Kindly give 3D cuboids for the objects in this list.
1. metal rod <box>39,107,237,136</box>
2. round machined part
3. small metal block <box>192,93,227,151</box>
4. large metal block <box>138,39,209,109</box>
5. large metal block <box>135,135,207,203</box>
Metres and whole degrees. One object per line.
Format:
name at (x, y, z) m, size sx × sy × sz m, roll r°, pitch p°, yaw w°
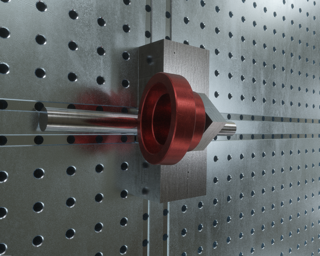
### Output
metal rod at (-0.001, -0.004, 0.408) m, size 0.302 × 0.025 × 0.025 m, roll 2°, pitch 89°, yaw -40°
round machined part at (0.013, -0.009, 0.335) m, size 0.042 × 0.098 × 0.097 m, roll 5°, pitch 87°, yaw -26°
small metal block at (0.045, -0.007, 0.373) m, size 0.025 × 0.050 × 0.050 m, roll 1°, pitch 46°, yaw -40°
large metal block at (0.019, -0.065, 0.409) m, size 0.081 × 0.050 × 0.080 m, roll 1°, pitch 90°, yaw -40°
large metal block at (0.016, 0.049, 0.406) m, size 0.081 × 0.050 × 0.080 m, roll 2°, pitch 89°, yaw -40°
